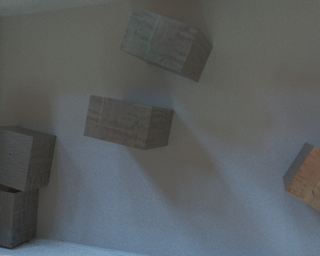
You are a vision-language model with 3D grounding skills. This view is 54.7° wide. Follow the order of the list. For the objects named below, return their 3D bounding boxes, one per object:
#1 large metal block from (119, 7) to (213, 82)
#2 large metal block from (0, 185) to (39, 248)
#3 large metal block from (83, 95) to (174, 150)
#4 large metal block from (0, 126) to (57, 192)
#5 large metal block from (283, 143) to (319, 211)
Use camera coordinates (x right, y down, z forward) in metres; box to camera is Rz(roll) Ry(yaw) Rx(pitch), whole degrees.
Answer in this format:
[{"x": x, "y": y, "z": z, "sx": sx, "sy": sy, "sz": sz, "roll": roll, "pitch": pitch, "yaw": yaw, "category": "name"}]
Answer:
[{"x": 0.011, "y": -0.098, "z": 0.377, "sx": 0.080, "sy": 0.080, "sz": 0.050, "roll": 25, "pitch": 98, "yaw": 18, "category": "large metal block"}, {"x": -0.241, "y": 0.131, "z": 0.482, "sx": 0.080, "sy": 0.050, "sz": 0.079, "roll": 4, "pitch": 91, "yaw": 20, "category": "large metal block"}, {"x": -0.036, "y": -0.008, "z": 0.394, "sx": 0.080, "sy": 0.080, "sz": 0.050, "roll": 12, "pitch": 94, "yaw": 19, "category": "large metal block"}, {"x": -0.214, "y": 0.043, "z": 0.473, "sx": 0.080, "sy": 0.050, "sz": 0.080, "roll": 12, "pitch": 94, "yaw": 19, "category": "large metal block"}, {"x": 0.178, "y": 0.058, "z": 0.318, "sx": 0.080, "sy": 0.080, "sz": 0.050, "roll": 31, "pitch": 100, "yaw": 17, "category": "large metal block"}]
